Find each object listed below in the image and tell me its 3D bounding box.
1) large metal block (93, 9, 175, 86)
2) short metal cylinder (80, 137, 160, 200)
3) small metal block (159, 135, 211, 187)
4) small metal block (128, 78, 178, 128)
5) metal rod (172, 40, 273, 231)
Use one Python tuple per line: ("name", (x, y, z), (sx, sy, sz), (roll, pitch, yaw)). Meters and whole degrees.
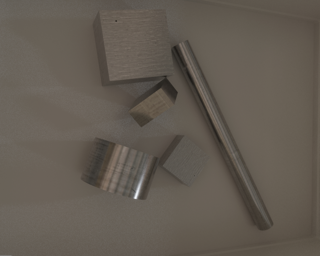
("large metal block", (-0.034, -0.099, 0.385), (0.081, 0.050, 0.079), (-9, 93, -20))
("short metal cylinder", (-0.046, 0.047, 0.365), (0.080, 0.080, 0.050), (20, 83, -19))
("small metal block", (0.032, 0.045, 0.424), (0.050, 0.025, 0.050), (40, 77, -16))
("small metal block", (-0.007, -0.033, 0.385), (0.050, 0.050, 0.025), (-34, 104, 20))
("metal rod", (0.094, 0.017, 0.446), (0.025, 0.025, 0.299), (-30, 100, -18))
